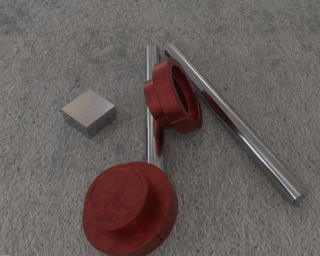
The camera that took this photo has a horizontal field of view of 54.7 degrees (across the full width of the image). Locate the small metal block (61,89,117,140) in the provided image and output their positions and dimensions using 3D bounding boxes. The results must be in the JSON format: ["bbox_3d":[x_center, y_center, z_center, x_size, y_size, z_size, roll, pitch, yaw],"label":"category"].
[{"bbox_3d":[-0.095,-0.019,0.419,0.050,0.025,0.050,33,57,24],"label":"small metal block"}]

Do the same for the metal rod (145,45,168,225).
[{"bbox_3d":[-0.008,-0.012,0.413,0.025,0.025,0.300,-1,50,-1],"label":"metal rod"}]

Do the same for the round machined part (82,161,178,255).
[{"bbox_3d":[-0.035,0.075,0.308,0.098,0.042,0.098,-14,49,16],"label":"round machined part"}]

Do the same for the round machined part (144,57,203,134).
[{"bbox_3d":[0.015,-0.037,0.397,0.042,0.098,0.098,-22,46,22],"label":"round machined part"}]

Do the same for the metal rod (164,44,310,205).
[{"bbox_3d":[0.086,-0.026,0.425,0.025,0.025,0.300,-21,53,-17],"label":"metal rod"}]
